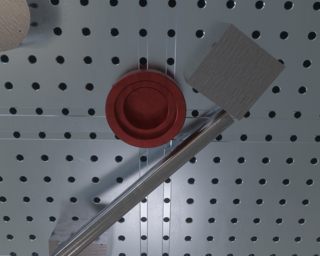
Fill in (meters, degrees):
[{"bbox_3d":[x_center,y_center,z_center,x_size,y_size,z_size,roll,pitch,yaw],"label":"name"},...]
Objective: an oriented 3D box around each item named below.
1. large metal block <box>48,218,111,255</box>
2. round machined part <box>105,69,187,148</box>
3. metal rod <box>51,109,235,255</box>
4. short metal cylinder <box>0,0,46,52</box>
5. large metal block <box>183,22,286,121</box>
[{"bbox_3d":[-0.118,0.187,0.468,0.081,0.050,0.079,4,110,-2],"label":"large metal block"},{"bbox_3d":[-0.017,-0.027,0.394,0.099,0.042,0.097,0,110,0],"label":"round machined part"},{"bbox_3d":[-0.024,0.081,0.414,0.300,0.025,0.025,-41,106,2],"label":"metal rod"},{"bbox_3d":[-0.178,-0.130,0.350,0.081,0.050,0.079,0,110,0],"label":"short metal cylinder"},{"bbox_3d":[0.086,-0.069,0.375,0.080,0.050,0.080,34,106,-12],"label":"large metal block"}]
